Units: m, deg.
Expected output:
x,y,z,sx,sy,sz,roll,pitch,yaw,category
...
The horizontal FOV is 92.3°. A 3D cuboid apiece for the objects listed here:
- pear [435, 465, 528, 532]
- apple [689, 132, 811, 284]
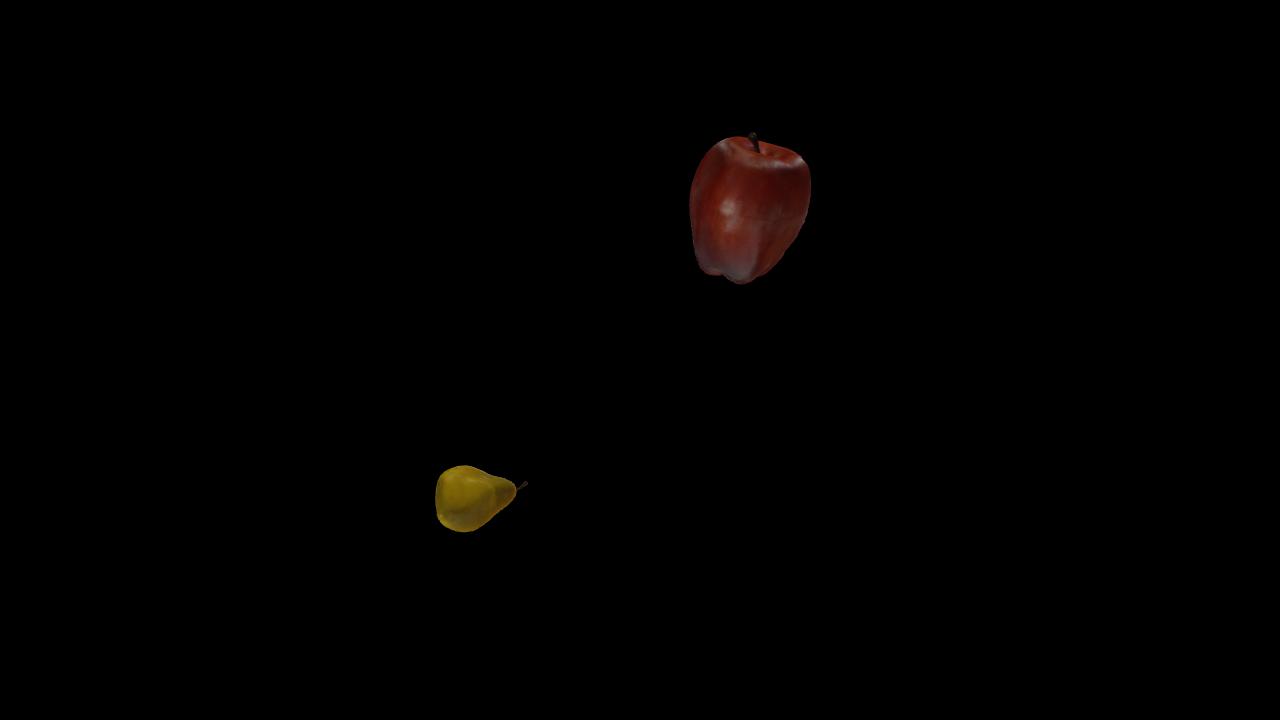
x,y,z,sx,sy,sz,roll,pitch,yaw,category
-0.187,0.166,0.739,0.111,0.080,0.080,4,-2,-24,pear
0.068,-0.100,0.402,0.079,0.093,0.079,6,31,-4,apple
